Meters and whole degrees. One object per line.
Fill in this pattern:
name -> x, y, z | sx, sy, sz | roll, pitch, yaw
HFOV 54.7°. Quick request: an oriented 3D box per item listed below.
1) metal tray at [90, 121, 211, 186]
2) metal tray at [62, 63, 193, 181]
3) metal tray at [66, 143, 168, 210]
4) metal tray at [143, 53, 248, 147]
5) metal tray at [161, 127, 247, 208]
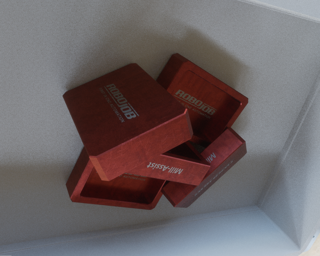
metal tray -> -0.013, 0.023, 0.371 | 0.131, 0.090, 0.030 | 17, 110, -35
metal tray -> -0.038, -0.015, 0.308 | 0.091, 0.130, 0.030 | -26, 128, -12
metal tray -> -0.046, 0.061, 0.416 | 0.131, 0.030, 0.089 | 17, 109, -35
metal tray -> 0.048, -0.030, 0.413 | 0.131, 0.030, 0.090 | 23, 106, -37
metal tray -> 0.069, 0.062, 0.456 | 0.130, 0.030, 0.090 | -43, 158, 2
